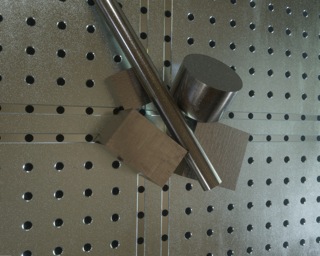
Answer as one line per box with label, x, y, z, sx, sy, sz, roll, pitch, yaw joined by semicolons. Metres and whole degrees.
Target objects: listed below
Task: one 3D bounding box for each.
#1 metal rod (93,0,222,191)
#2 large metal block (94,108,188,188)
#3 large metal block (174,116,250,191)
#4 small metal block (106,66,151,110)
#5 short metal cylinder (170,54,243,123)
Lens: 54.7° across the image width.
metal rod;-0.011;-0.060;0.377;0.025;0.025;0.299;-30;89;-18
large metal block;-0.027;0.022;0.374;0.080;0.080;0.050;39;78;-16
large metal block;0.066;0.034;0.424;0.081;0.050;0.080;19;84;-20
small metal block;-0.035;-0.051;0.401;0.050;0.025;0.050;-26;99;-19
short metal cylinder;0.058;-0.052;0.399;0.081;0.080;0.050;9;131;-20
